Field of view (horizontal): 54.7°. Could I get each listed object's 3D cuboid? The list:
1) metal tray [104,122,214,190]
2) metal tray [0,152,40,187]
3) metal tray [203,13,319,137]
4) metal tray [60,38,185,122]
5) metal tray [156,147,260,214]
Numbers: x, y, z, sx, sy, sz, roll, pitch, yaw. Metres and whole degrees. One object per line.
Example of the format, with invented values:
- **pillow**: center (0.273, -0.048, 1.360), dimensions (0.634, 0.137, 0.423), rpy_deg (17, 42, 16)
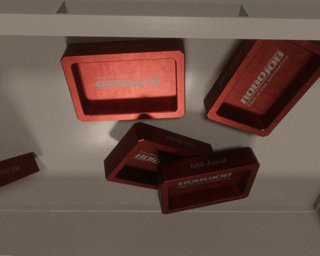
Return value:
- **metal tray**: center (0.002, 0.046, 0.425), dimensions (0.131, 0.030, 0.090), rpy_deg (18, 129, -33)
- **metal tray**: center (-0.231, 0.071, 0.397), dimensions (0.090, 0.130, 0.030), rpy_deg (-23, 91, 12)
- **metal tray**: center (0.121, -0.054, 0.361), dimensions (0.091, 0.030, 0.129), rpy_deg (18, 128, -15)
- **metal tray**: center (-0.037, -0.053, 0.359), dimensions (0.131, 0.030, 0.089), rpy_deg (-3, 130, 2)
- **metal tray**: center (0.063, 0.075, 0.430), dimensions (0.131, 0.030, 0.089), rpy_deg (-10, 139, -7)
